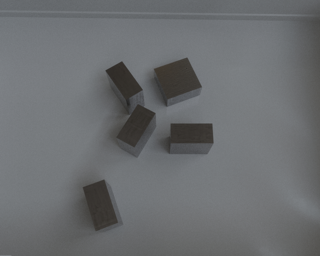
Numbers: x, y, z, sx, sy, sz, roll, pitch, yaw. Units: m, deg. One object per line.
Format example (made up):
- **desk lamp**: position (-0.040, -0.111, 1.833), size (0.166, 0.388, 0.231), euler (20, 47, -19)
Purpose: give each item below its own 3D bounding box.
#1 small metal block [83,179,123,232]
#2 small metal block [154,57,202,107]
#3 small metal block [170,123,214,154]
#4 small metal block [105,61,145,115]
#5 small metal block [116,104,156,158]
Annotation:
- **small metal block**: position (-0.065, 0.092, 0.362), size (0.025, 0.050, 0.050), euler (-20, 71, -7)
- **small metal block**: position (0.024, -0.064, 0.433), size (0.050, 0.025, 0.050), euler (-20, 71, -7)
- **small metal block**: position (0.038, 0.015, 0.391), size (0.050, 0.050, 0.025), euler (0, 70, 0)
- **small metal block**: position (-0.046, -0.052, 0.415), size (0.025, 0.050, 0.050), euler (-32, 73, -11)
- **small metal block**: position (-0.028, 0.005, 0.394), size (0.025, 0.050, 0.050), euler (28, 72, 10)
